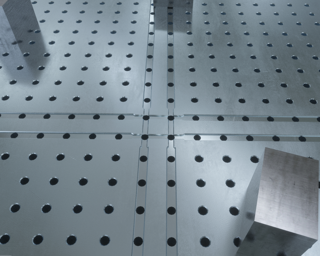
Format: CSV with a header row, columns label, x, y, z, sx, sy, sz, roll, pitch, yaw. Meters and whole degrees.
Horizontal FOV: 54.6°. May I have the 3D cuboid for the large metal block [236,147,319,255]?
label,x,y,z,sx,sy,sz,roll,pitch,yaw
large metal block,0.115,0.079,0.306,0.050,0.080,0.080,14,52,12

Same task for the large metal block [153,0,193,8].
label,x,y,z,sx,sy,sz,roll,pitch,yaw
large metal block,0.029,-0.293,0.638,0.080,0.050,0.080,3,50,2

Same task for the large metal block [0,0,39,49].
label,x,y,z,sx,sy,sz,roll,pitch,yaw
large metal block,-0.262,-0.195,0.535,0.050,0.080,0.080,7,50,6
